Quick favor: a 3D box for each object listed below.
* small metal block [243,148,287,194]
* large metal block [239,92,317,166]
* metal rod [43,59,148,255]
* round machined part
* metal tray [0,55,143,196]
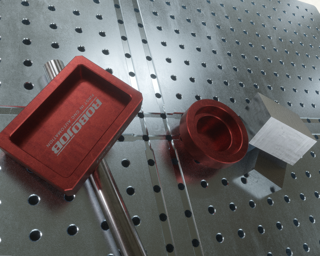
[{"bbox_3d":[0.156,0.060,0.458,0.050,0.025,0.050,35,51,-6],"label":"small metal block"},{"bbox_3d":[0.175,0.000,0.471,0.080,0.050,0.080,26,29,-12],"label":"large metal block"},{"bbox_3d":[-0.067,0.051,0.341,0.025,0.025,0.299,-15,70,-35],"label":"metal rod"},{"bbox_3d":[0.070,0.012,0.430,0.099,0.042,0.098,14,56,-21],"label":"round machined part"},{"bbox_3d":[-0.090,-0.006,0.330,0.090,0.030,0.130,33,66,5],"label":"metal tray"}]
